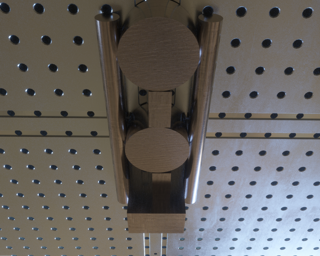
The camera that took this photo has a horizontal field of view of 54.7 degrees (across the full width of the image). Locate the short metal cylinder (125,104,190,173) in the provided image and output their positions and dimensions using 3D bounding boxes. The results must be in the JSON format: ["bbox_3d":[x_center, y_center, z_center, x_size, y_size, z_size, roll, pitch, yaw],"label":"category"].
[{"bbox_3d":[-0.003,0.013,0.406,0.081,0.050,0.079,0,130,0],"label":"short metal cylinder"}]

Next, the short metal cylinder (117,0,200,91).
[{"bbox_3d":[-0.001,-0.085,0.322,0.081,0.050,0.079,0,130,0],"label":"short metal cylinder"}]

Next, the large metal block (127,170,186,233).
[{"bbox_3d":[-0.005,0.110,0.469,0.081,0.080,0.050,1,130,-1],"label":"large metal block"}]

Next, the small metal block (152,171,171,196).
[{"bbox_3d":[0.002,0.063,0.448,0.025,0.050,0.050,0,130,0],"label":"small metal block"}]

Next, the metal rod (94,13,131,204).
[{"bbox_3d":[-0.056,0.001,0.410,0.025,0.025,0.298,0,130,-1],"label":"metal rod"}]

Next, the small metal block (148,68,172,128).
[{"bbox_3d":[0.000,-0.036,0.363,0.025,0.050,0.050,1,130,-1],"label":"small metal block"}]

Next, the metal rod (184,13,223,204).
[{"bbox_3d":[0.050,0.001,0.412,0.025,0.025,0.298,0,130,-1],"label":"metal rod"}]
